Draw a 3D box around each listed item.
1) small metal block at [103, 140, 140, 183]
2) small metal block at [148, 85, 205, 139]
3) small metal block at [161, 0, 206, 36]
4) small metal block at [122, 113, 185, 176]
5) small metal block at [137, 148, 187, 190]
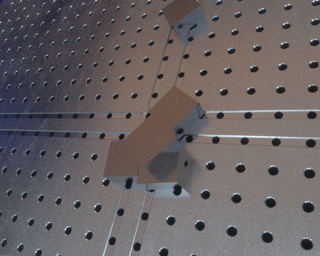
[{"bbox_3d":[-0.041,0.043,0.402,0.050,0.025,0.050,-6,59,25],"label":"small metal block"},{"bbox_3d":[0.021,-0.021,0.409,0.050,0.025,0.050,-46,51,-4],"label":"small metal block"},{"bbox_3d":[0.038,-0.185,0.501,0.050,0.025,0.050,-33,52,6],"label":"small metal block"},{"bbox_3d":[-0.008,0.019,0.368,0.050,0.025,0.050,-44,51,-3],"label":"small metal block"},{"bbox_3d":[0.003,0.047,0.377,0.050,0.025,0.050,-7,59,23],"label":"small metal block"}]
